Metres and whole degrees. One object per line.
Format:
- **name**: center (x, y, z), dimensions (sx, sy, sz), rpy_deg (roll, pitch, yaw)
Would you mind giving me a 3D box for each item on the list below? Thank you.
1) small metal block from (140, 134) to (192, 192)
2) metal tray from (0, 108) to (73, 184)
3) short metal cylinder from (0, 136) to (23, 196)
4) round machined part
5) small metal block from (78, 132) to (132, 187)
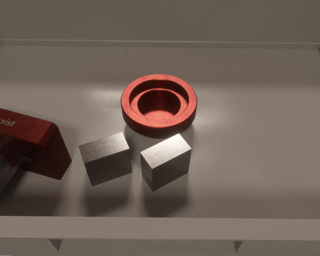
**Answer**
- **small metal block**: center (0.007, 0.040, 0.355), dimensions (0.050, 0.050, 0.025), rpy_deg (-25, 55, -20)
- **metal tray**: center (-0.176, 0.017, 0.362), dimensions (0.131, 0.090, 0.030), rpy_deg (14, 54, 9)
- **short metal cylinder**: center (-0.200, 0.039, 0.334), dimensions (0.080, 0.080, 0.050), rpy_deg (12, 51, 10)
- **round machined part**: center (-0.001, -0.024, 0.415), dimensions (0.099, 0.042, 0.098), rpy_deg (0, 50, 0)
- **small metal block**: center (-0.061, 0.037, 0.357), dimensions (0.050, 0.050, 0.025), rpy_deg (-18, 53, -15)
